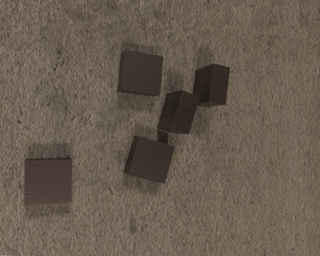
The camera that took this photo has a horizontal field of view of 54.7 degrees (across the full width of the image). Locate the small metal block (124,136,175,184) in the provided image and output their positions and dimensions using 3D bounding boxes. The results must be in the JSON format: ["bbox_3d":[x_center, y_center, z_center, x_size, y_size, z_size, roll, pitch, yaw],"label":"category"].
[{"bbox_3d":[-0.014,0.041,0.405,0.050,0.025,0.050,17,84,-20],"label":"small metal block"}]

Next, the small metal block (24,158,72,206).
[{"bbox_3d":[-0.130,0.061,0.361,0.050,0.025,0.050,0,90,-21],"label":"small metal block"}]

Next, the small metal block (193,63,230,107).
[{"bbox_3d":[0.068,-0.056,0.422,0.025,0.050,0.050,8,87,-20],"label":"small metal block"}]

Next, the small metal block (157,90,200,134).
[{"bbox_3d":[0.023,-0.020,0.405,0.025,0.050,0.050,18,84,-20],"label":"small metal block"}]

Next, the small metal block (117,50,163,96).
[{"bbox_3d":[-0.026,-0.069,0.400,0.050,0.025,0.050,5,88,-20],"label":"small metal block"}]
